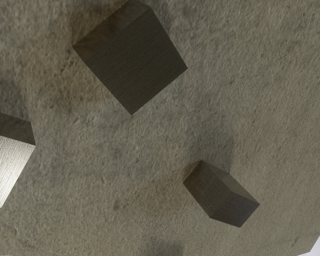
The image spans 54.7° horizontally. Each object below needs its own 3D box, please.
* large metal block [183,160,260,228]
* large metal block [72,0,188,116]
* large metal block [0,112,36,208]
[{"bbox_3d":[0.096,0.104,0.491,0.080,0.080,0.050,29,102,-38],"label":"large metal block"},{"bbox_3d":[-0.030,-0.075,0.329,0.080,0.050,0.080,-40,130,-1],"label":"large metal block"},{"bbox_3d":[-0.183,0.026,0.307,0.080,0.050,0.080,23,106,-37],"label":"large metal block"}]
